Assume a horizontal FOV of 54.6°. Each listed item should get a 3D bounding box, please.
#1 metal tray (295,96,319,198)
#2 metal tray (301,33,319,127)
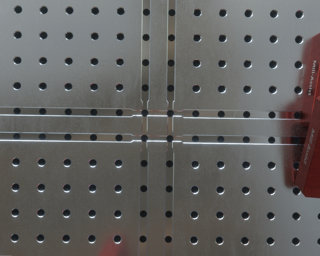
[{"bbox_3d":[0.233,0.027,0.390,0.090,0.030,0.129,5,110,1],"label":"metal tray"},{"bbox_3d":[0.247,-0.060,0.412,0.090,0.030,0.129,9,90,0],"label":"metal tray"}]
